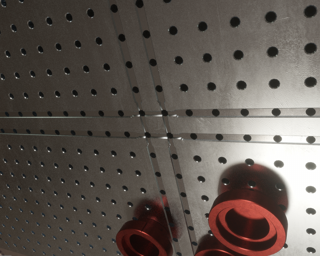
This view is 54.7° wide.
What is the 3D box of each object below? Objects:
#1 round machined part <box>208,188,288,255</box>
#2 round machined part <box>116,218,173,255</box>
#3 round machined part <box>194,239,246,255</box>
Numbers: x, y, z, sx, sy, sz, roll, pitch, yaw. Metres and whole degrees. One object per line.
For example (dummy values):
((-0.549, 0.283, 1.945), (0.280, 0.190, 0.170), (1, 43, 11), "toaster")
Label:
((0.117, 0.119, 0.412), (0.098, 0.042, 0.097), (13, 124, 20), "round machined part")
((-0.023, 0.194, 0.530), (0.098, 0.042, 0.097), (13, 124, 20), "round machined part")
((0.098, 0.227, 0.488), (0.098, 0.042, 0.097), (13, 124, 20), "round machined part")
